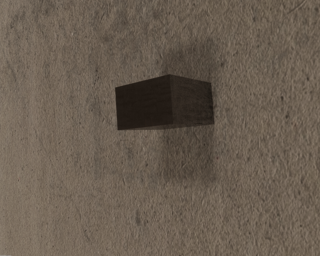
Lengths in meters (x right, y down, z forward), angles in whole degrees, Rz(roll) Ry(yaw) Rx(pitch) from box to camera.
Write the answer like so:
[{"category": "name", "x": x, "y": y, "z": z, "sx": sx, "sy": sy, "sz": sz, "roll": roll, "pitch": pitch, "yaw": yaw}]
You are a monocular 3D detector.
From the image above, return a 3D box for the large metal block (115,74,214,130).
[{"category": "large metal block", "x": 0.006, "y": -0.026, "z": 0.362, "sx": 0.080, "sy": 0.081, "sz": 0.050, "roll": -6, "pitch": 86, "yaw": 39}]
